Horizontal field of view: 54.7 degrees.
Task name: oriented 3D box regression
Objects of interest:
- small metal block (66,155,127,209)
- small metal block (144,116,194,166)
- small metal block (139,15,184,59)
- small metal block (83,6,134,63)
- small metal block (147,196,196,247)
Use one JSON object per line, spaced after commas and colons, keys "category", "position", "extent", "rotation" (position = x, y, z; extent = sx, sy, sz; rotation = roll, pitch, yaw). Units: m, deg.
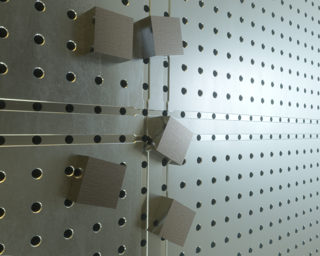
{"category": "small metal block", "position": [-0.071, 0.061, 0.351], "extent": [0.050, 0.025, 0.050], "rotation": [22, 76, -38]}
{"category": "small metal block", "position": [0.014, 0.018, 0.423], "extent": [0.050, 0.025, 0.050], "rotation": [35, 68, -35]}
{"category": "small metal block", "position": [0.002, -0.120, 0.413], "extent": [0.050, 0.025, 0.050], "rotation": [-13, 98, -40]}
{"category": "small metal block", "position": [-0.060, -0.107, 0.361], "extent": [0.050, 0.025, 0.050], "rotation": [3, 88, -40]}
{"category": "small metal block", "position": [0.017, 0.128, 0.426], "extent": [0.050, 0.025, 0.050], "rotation": [38, 67, -34]}
